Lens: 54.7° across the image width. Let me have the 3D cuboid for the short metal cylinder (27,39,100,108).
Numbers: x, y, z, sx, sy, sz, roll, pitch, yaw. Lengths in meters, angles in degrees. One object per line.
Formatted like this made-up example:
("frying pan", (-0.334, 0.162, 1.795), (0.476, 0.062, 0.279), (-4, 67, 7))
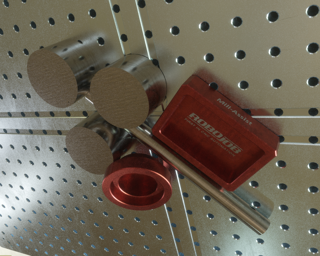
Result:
("short metal cylinder", (-0.129, -0.074, 0.418), (0.080, 0.050, 0.079), (13, 124, 21))

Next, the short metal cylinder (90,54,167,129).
("short metal cylinder", (-0.039, -0.046, 0.386), (0.080, 0.050, 0.079), (13, 124, 21))

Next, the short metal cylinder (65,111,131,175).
("short metal cylinder", (-0.090, 0.021, 0.455), (0.080, 0.050, 0.079), (13, 124, 21))

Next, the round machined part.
("round machined part", (-0.031, 0.074, 0.449), (0.099, 0.042, 0.097), (2, 132, 2))

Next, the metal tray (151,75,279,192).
("metal tray", (0.064, 0.009, 0.379), (0.130, 0.030, 0.089), (37, 130, 3))

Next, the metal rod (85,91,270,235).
("metal rod", (0.023, 0.043, 0.426), (0.300, 0.025, 0.025), (38, 129, 2))
